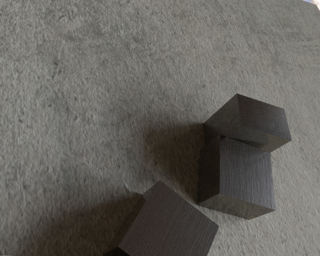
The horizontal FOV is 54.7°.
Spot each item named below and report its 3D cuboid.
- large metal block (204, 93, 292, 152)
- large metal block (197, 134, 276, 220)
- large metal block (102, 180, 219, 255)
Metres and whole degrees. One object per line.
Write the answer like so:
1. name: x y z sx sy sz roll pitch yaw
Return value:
1. large metal block: 0.118 0.004 0.432 0.081 0.080 0.050 14 56 -21
2. large metal block: 0.098 0.065 0.403 0.080 0.050 0.080 20 54 -17
3. large metal block: 0.002 0.116 0.320 0.080 0.050 0.080 39 51 -3
